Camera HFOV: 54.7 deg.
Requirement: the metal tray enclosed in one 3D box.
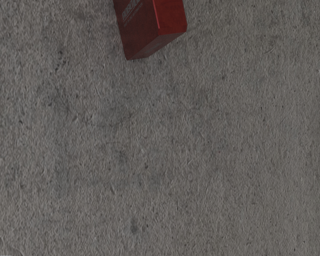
[{"bbox_3d":[-0.018,-0.134,0.347,0.030,0.130,0.089,-14,95,-20],"label":"metal tray"}]
